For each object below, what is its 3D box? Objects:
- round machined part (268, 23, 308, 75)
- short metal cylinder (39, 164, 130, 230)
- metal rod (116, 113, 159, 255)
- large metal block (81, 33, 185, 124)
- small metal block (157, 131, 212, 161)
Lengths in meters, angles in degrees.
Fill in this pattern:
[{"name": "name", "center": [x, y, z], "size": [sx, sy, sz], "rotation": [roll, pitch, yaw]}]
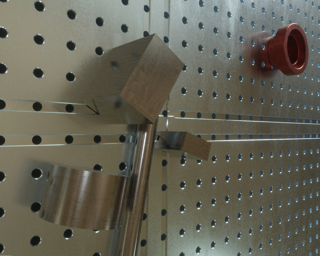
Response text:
[{"name": "round machined part", "center": [0.250, -0.152, 0.611], "size": [0.099, 0.042, 0.097], "rotation": [0, 90, -40]}, {"name": "short metal cylinder", "center": [-0.075, 0.067, 0.312], "size": [0.081, 0.080, 0.050], "rotation": [16, 80, -39]}, {"name": "metal rod", "center": [-0.025, 0.053, 0.390], "size": [0.025, 0.025, 0.298], "rotation": [15, 81, -39]}, {"name": "large metal block", "center": [-0.031, -0.051, 0.349], "size": [0.050, 0.080, 0.080], "rotation": [41, 65, -33]}, {"name": "small metal block", "center": [0.033, 0.024, 0.423], "size": [0.050, 0.050, 0.025], "rotation": [24, 75, -38]}]
